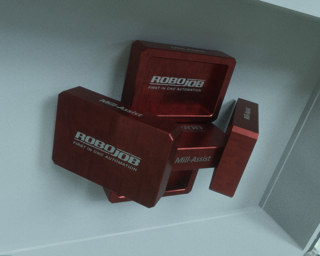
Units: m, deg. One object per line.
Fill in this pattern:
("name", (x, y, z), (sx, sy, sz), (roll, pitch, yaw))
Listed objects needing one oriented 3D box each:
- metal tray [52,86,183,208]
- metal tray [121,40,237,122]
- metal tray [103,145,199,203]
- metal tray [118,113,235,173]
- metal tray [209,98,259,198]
("metal tray", (-0.050, 0.019, 0.331), (0.030, 0.130, 0.089), (-40, 148, -61))
("metal tray", (0.023, -0.053, 0.383), (0.131, 0.030, 0.089), (-1, 119, -29))
("metal tray", (-0.006, 0.053, 0.431), (0.131, 0.030, 0.089), (0, 118, -29))
("metal tray", (0.018, 0.014, 0.383), (0.131, 0.090, 0.030), (0, 118, -29))
("metal tray", (0.101, 0.020, 0.415), (0.030, 0.130, 0.089), (19, 115, 10))
